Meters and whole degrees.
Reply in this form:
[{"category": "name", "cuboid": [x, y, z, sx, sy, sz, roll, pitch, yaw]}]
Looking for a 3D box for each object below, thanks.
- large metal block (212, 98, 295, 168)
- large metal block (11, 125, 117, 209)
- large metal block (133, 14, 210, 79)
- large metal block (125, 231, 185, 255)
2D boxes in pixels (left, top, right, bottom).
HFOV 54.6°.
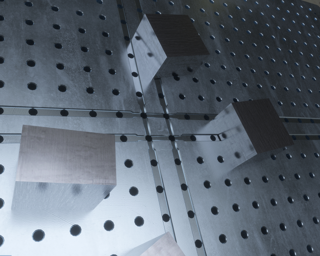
[{"category": "large metal block", "cuboid": [0.137, 0.006, 0.462, 0.081, 0.050, 0.080, -9, 66, -32]}, {"category": "large metal block", "cuboid": [-0.093, 0.042, 0.297, 0.081, 0.080, 0.050, 7, 59, -24]}, {"category": "large metal block", "cuboid": [0.017, -0.127, 0.478, 0.081, 0.050, 0.080, -12, 68, -33]}, {"category": "large metal block", "cuboid": [-0.003, 0.150, 0.279, 0.050, 0.080, 0.080, -29, 78, -37]}]
